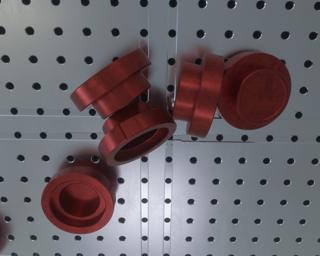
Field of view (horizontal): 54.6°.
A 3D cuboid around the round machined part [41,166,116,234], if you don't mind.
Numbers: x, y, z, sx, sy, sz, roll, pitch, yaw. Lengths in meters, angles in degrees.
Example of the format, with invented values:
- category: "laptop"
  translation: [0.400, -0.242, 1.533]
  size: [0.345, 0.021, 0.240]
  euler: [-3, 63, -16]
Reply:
- category: "round machined part"
  translation: [-0.111, 0.097, 0.439]
  size: [0.099, 0.042, 0.097]
  euler: [0, 110, 0]

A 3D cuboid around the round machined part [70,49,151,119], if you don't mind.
- category: "round machined part"
  translation: [-0.049, -0.045, 0.355]
  size: [0.098, 0.098, 0.042]
  euler: [-33, 98, 11]

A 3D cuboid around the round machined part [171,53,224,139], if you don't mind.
- category: "round machined part"
  translation: [0.040, -0.039, 0.361]
  size: [0.042, 0.098, 0.097]
  euler: [12, 110, 1]

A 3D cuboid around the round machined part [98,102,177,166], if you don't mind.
- category: "round machined part"
  translation: [-0.032, 0.004, 0.386]
  size: [0.098, 0.098, 0.042]
  euler: [-35, 72, 12]

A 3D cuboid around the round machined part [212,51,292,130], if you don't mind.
- category: "round machined part"
  translation: [0.117, -0.042, 0.381]
  size: [0.099, 0.042, 0.097]
  euler: [-4, 111, -10]
